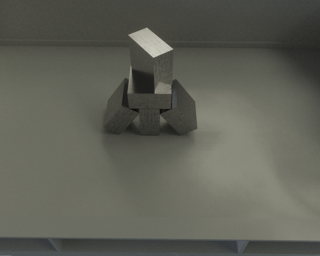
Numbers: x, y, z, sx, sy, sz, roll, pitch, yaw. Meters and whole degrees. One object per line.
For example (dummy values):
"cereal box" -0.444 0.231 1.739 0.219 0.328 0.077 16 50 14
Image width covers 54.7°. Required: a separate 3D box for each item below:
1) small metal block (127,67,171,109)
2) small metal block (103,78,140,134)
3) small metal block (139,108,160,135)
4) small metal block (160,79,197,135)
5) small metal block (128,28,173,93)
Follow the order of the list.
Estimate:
"small metal block" -0.012 -0.050 0.379 0.050 0.025 0.050 1 50 0
"small metal block" -0.049 -0.028 0.406 0.025 0.050 0.050 24 45 -25
"small metal block" -0.013 -0.026 0.408 0.025 0.050 0.050 1 50 1
"small metal block" 0.024 -0.027 0.406 0.025 0.050 0.050 -23 44 26
"small metal block" -0.010 -0.077 0.353 0.025 0.050 0.050 -29 56 -21
